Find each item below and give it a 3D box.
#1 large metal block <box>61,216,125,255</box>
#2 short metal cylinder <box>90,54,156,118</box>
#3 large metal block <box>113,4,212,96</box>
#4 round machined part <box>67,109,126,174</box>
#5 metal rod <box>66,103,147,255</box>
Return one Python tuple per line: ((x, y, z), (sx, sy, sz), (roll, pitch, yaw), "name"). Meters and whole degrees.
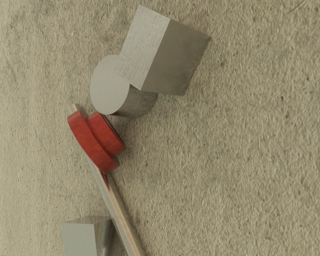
((-0.101, 0.179, 0.470), (0.080, 0.050, 0.080), (-13, 82, 39), "large metal block")
((-0.051, -0.055, 0.425), (0.080, 0.050, 0.080), (-4, 83, 40), "short metal cylinder")
((0.004, -0.087, 0.364), (0.050, 0.081, 0.079), (38, 113, 33), "large metal block")
((-0.083, 0.013, 0.436), (0.042, 0.098, 0.098), (-34, 64, -3), "round machined part")
((-0.080, 0.089, 0.468), (0.025, 0.025, 0.299), (-42, 65, 31), "metal rod")
